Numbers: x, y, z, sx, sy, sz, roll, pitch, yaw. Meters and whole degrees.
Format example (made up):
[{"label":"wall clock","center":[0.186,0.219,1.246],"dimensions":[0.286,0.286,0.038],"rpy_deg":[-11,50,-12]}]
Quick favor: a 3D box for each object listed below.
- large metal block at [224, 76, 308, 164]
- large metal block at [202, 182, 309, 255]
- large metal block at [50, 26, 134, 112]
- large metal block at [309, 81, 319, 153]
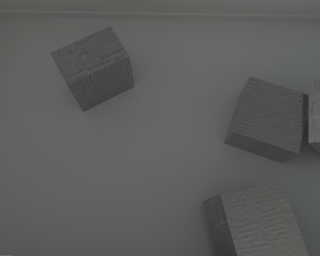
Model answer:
[{"label":"large metal block","center":[0.138,-0.010,0.402],"dimensions":[0.080,0.050,0.080],"rpy_deg":[20,71,6]},{"label":"large metal block","center":[0.103,0.111,0.347],"dimensions":[0.081,0.050,0.080],"rpy_deg":[-6,69,-18]},{"label":"large metal block","center":[-0.084,-0.074,0.407],"dimensions":[0.080,0.080,0.050],"rpy_deg":[-28,73,-10]},{"label":"large metal block","center":[0.223,-0.008,0.380],"dimensions":[0.050,0.080,0.080],"rpy_deg":[-9,63,43]}]
